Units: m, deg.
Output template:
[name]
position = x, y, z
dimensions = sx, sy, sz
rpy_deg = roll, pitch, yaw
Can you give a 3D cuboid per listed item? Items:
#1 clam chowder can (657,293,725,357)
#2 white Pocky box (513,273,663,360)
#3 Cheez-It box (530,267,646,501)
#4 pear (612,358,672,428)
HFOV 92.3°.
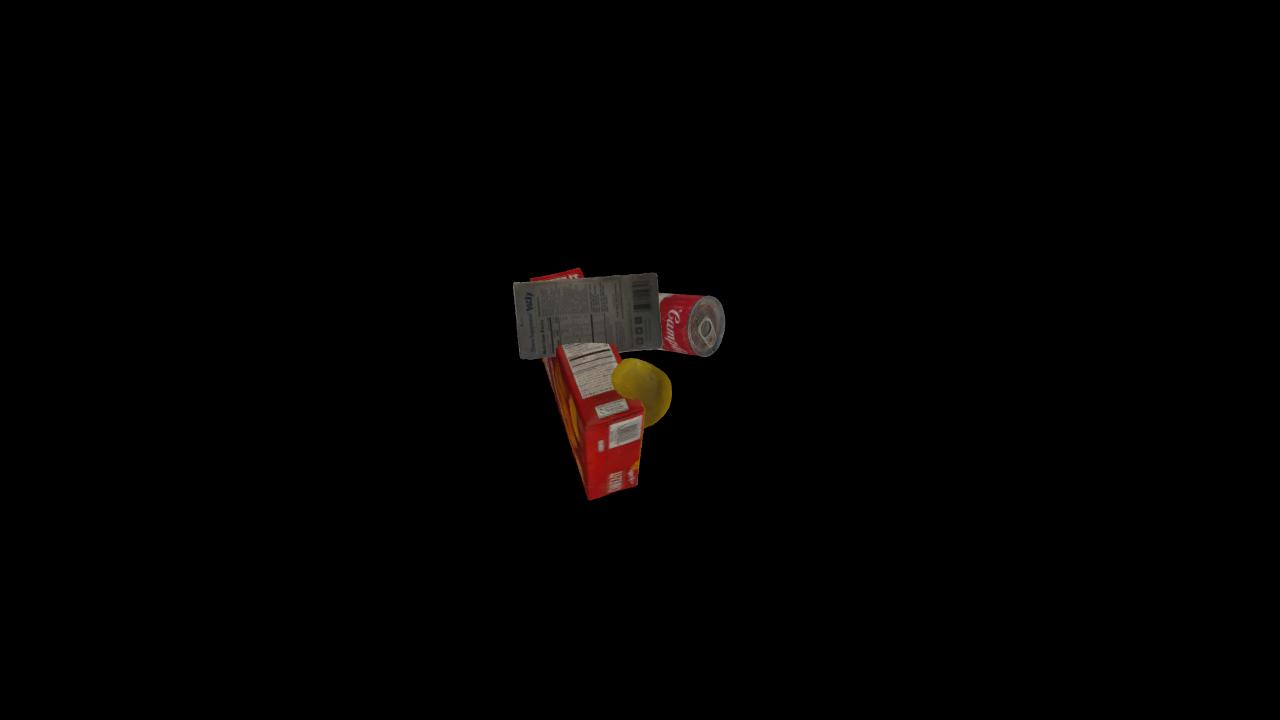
[clam chowder can]
position = 0.036, -0.043, 0.702
dimensions = 0.102, 0.068, 0.068
rpy_deg = 10, 7, 41
[white Pocky box]
position = -0.055, -0.048, 0.662
dimensions = 0.154, 0.084, 0.028
rpy_deg = -5, 7, -3
[Cheez-It box]
position = -0.064, 0.026, 0.722
dimensions = 0.071, 0.223, 0.166
rpy_deg = -14, -36, -14
[pear]
position = -0.016, 0.054, 0.646
dimensions = 0.080, 0.111, 0.080
rpy_deg = 27, -8, 4
